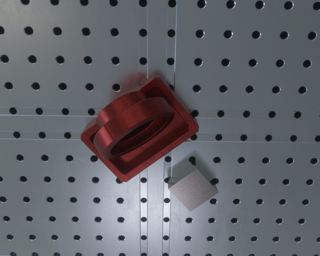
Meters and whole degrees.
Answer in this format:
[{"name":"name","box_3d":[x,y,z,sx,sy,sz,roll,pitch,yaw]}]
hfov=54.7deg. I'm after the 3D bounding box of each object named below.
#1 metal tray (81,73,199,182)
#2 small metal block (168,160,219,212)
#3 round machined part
[{"name":"metal tray","box_3d":[-0.026,0.002,0.411,0.130,0.030,0.090,-36,106,12]},{"name":"small metal block","box_3d":[0.047,0.084,0.445,0.050,0.025,0.050,-38,106,12]},{"name":"round machined part","box_3d":[-0.035,-0.007,0.365,0.098,0.098,0.042,-36,76,12]}]
